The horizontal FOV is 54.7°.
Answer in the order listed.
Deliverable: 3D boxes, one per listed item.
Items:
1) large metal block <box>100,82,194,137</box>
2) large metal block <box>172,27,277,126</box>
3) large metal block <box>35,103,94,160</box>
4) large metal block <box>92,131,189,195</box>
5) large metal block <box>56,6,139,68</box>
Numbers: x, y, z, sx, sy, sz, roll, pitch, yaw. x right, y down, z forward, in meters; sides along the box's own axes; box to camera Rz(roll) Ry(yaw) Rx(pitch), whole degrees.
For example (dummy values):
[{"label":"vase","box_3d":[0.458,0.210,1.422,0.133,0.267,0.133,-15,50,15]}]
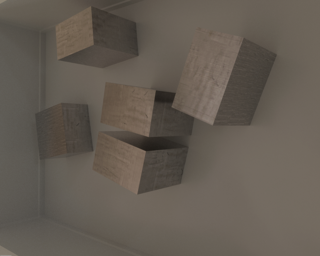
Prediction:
[{"label":"large metal block","box_3d":[-0.013,-0.023,0.380,0.080,0.081,0.050,15,100,38]},{"label":"large metal block","box_3d":[0.067,-0.049,0.315,0.050,0.081,0.079,27,107,36]},{"label":"large metal block","box_3d":[-0.162,0.007,0.521,0.080,0.050,0.080,-14,81,39]},{"label":"large metal block","box_3d":[-0.024,0.038,0.389,0.080,0.081,0.050,19,102,38]},{"label":"large metal block","box_3d":[-0.089,-0.124,0.442,0.080,0.081,0.050,-8,85,39]}]
